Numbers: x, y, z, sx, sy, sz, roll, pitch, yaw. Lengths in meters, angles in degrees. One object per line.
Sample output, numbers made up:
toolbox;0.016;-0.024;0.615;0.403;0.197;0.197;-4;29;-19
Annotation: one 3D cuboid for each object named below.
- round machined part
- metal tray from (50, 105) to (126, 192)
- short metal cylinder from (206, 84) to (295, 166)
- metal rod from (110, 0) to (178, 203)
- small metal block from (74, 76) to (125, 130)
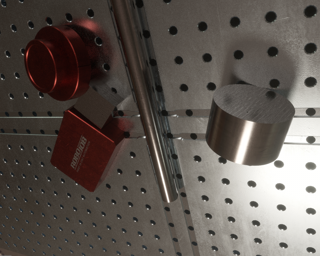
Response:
round machined part;-0.139;-0.082;0.404;0.098;0.042;0.097;15;115;34
metal tray;-0.117;0.034;0.489;0.090;0.030;0.129;34;129;5
short metal cylinder;0.092;-0.006;0.323;0.080;0.080;0.050;18;125;17
metal rod;-0.016;-0.027;0.401;0.025;0.025;0.298;1;119;27
small metal block;-0.086;-0.035;0.433;0.050;0.025;0.050;40;129;0
